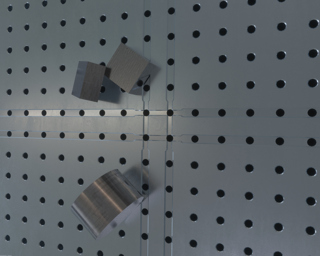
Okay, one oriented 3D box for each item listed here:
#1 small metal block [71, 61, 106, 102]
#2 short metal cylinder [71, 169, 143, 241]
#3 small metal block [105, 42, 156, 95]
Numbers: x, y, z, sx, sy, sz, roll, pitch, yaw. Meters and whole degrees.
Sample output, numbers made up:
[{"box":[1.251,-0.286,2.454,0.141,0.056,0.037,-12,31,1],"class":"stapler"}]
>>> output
[{"box":[-0.101,-0.066,0.434,0.050,0.025,0.050,23,100,60],"class":"small metal block"},{"box":[-0.068,0.100,0.407,0.050,0.080,0.080,45,104,14],"class":"short metal cylinder"},{"box":[-0.043,-0.081,0.428,0.050,0.025,0.050,38,102,16],"class":"small metal block"}]
